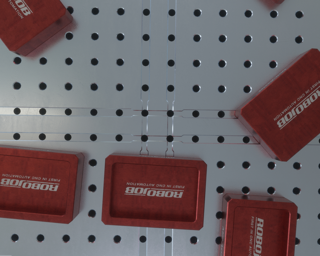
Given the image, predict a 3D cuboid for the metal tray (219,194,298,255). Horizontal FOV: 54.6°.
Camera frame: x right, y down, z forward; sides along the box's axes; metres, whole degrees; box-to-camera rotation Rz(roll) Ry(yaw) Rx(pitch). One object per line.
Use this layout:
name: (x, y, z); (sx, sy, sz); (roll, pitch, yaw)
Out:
metal tray: (0.127, 0.158, 0.411); (0.090, 0.030, 0.129); (4, 90, 0)

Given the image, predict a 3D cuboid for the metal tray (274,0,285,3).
metal tray: (0.149, -0.245, 0.412); (0.130, 0.030, 0.090); (44, 90, 0)

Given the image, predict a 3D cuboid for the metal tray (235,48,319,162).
metal tray: (0.179, -0.030, 0.412); (0.130, 0.030, 0.090); (-41, 90, 0)

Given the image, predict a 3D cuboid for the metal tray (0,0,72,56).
metal tray: (-0.192, -0.174, 0.410); (0.090, 0.030, 0.130); (-37, 90, 0)

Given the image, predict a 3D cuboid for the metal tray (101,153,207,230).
metal tray: (-0.007, 0.083, 0.410); (0.131, 0.030, 0.090); (4, 90, 0)

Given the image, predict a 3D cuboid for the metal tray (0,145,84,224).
metal tray: (-0.173, 0.072, 0.409); (0.131, 0.030, 0.090); (6, 90, 0)
